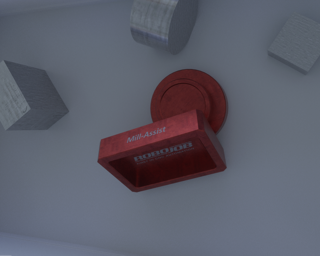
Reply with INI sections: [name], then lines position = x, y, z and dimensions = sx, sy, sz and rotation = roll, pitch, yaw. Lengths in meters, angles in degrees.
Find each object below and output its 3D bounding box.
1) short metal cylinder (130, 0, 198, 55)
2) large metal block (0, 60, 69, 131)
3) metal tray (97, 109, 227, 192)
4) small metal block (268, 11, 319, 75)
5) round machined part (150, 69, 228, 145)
[short metal cylinder]
position = 0.007, -0.136, 0.378
dimensions = 0.050, 0.080, 0.080
rotation = 23, 98, 18
[large metal block]
position = -0.192, -0.044, 0.447
dimensions = 0.050, 0.080, 0.080
rotation = -36, 79, 16
[metal tray]
position = 0.004, 0.033, 0.373
dimensions = 0.130, 0.090, 0.030
rotation = -17, 48, 19
[small metal block]
position = 0.160, -0.096, 0.354
dimensions = 0.050, 0.025, 0.050
rotation = 35, 101, 16
[round machined part]
position = 0.033, -0.026, 0.389
dimensions = 0.098, 0.042, 0.097
rotation = 0, 90, 19
